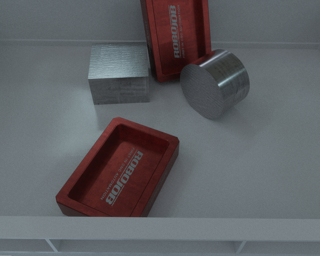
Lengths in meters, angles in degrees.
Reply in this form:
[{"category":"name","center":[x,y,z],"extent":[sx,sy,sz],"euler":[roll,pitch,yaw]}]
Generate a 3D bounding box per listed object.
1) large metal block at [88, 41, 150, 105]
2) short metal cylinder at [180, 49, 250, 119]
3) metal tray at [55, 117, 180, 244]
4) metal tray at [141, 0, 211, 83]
[{"category":"large metal block","center":[-0.058,-0.082,0.457],"extent":[0.081,0.050,0.080],"euler":[-3,50,-3]},{"category":"short metal cylinder","center":[0.073,-0.060,0.420],"extent":[0.050,0.080,0.080],"euler":[-33,58,-25]},{"category":"metal tray","center":[-0.043,0.052,0.356],"extent":[0.090,0.030,0.130],"euler":[19,52,15]},{"category":"metal tray","center":[0.026,-0.140,0.455],"extent":[0.091,0.129,0.030],"euler":[-15,25,-12]}]
